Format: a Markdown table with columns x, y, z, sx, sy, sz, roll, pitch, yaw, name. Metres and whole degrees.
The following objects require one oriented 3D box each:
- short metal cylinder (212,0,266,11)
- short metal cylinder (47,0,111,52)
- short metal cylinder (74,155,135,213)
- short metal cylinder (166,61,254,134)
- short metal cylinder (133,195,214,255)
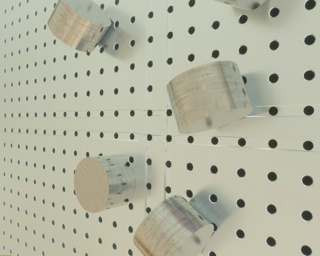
| x | y | z | sx | sy | sz | roll | pitch | yaw | name |
| --- | --- | --- | --- | --- | --- | --- | --- | --- | --- |
| 0.080 | -0.164 | 0.308 | 0.050 | 0.081 | 0.079 | 35 | 111 | 34 | short metal cylinder |
| -0.123 | -0.163 | 0.475 | 0.050 | 0.081 | 0.080 | -47 | 62 | 30 | short metal cylinder |
| -0.083 | 0.081 | 0.462 | 0.080 | 0.050 | 0.079 | 0 | 90 | 40 | short metal cylinder |
| 0.052 | -0.030 | 0.331 | 0.080 | 0.081 | 0.050 | -25 | 74 | 37 | short metal cylinder |
| 0.016 | 0.126 | 0.360 | 0.050 | 0.081 | 0.079 | 39 | 114 | 33 | short metal cylinder |
